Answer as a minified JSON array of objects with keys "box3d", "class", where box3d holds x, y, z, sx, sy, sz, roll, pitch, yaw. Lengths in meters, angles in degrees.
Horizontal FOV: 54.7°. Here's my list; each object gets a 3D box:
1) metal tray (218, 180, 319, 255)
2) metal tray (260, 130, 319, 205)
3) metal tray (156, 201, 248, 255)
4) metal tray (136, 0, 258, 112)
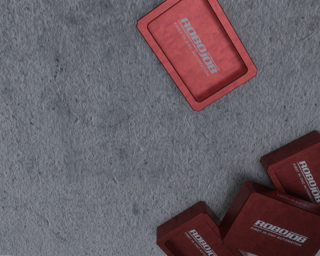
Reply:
[{"box3d":[0.159,0.135,0.426,0.131,0.030,0.089,21,109,-8],"class":"metal tray"},{"box3d":[0.211,0.079,0.437,0.090,0.030,0.130,-29,108,10],"class":"metal tray"},{"box3d":[0.067,0.185,0.475,0.090,0.030,0.130,-35,107,12],"class":"metal tray"},{"box3d":[0.045,-0.096,0.371,0.090,0.030,0.130,-33,107,11],"class":"metal tray"}]
